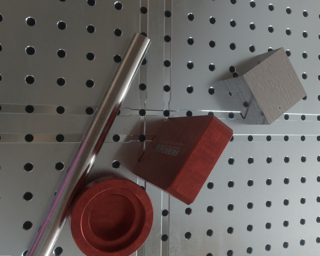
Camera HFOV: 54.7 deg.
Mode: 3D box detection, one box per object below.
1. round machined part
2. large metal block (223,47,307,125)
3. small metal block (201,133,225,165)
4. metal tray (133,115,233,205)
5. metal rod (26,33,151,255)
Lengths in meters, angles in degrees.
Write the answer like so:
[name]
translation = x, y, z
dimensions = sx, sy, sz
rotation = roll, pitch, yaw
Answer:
[round machined part]
translation = -0.061, 0.107, 0.381
dimensions = 0.099, 0.042, 0.097
rotation = 0, 91, -22
[large metal block]
translation = 0.155, -0.060, 0.458
dimensions = 0.080, 0.050, 0.080
rotation = -35, 102, -17
[small metal block]
translation = 0.059, 0.021, 0.430
dimensions = 0.050, 0.025, 0.050
rotation = 27, 81, -33
[metal tray]
translation = 0.020, 0.031, 0.365
dimensions = 0.030, 0.130, 0.090
rotation = 36, 78, -17
[metal rod]
translation = -0.083, 0.018, 0.382
dimensions = 0.025, 0.025, 0.299
rotation = 27, 81, -19
